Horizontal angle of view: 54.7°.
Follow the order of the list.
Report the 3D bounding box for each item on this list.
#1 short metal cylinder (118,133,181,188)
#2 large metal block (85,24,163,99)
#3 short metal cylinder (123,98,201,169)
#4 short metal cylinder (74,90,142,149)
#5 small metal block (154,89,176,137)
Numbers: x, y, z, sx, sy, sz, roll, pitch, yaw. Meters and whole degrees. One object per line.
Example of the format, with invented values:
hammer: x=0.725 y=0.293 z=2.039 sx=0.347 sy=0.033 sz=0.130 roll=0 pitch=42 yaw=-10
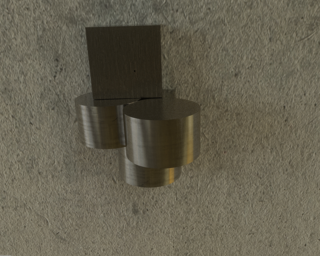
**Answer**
short metal cylinder: x=-0.013 y=0.033 z=0.394 sx=0.081 sy=0.080 sz=0.050 roll=0 pitch=110 yaw=0
large metal block: x=-0.039 y=-0.080 z=0.368 sx=0.080 sy=0.050 sz=0.079 roll=-2 pitch=110 yaw=0
short metal cylinder: x=0.003 y=0.002 z=0.330 sx=0.080 sy=0.080 sz=0.050 roll=-2 pitch=110 yaw=0
short metal cylinder: x=-0.059 y=-0.013 z=0.377 sx=0.080 sy=0.080 sz=0.050 roll=-2 pitch=110 yaw=0
small metal block: x=0.006 y=-0.020 z=0.393 sx=0.025 sy=0.050 sz=0.050 roll=1 pitch=110 yaw=-1
